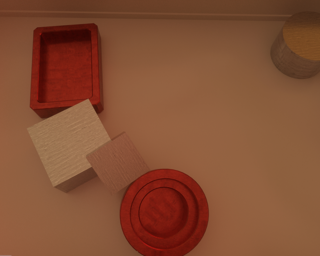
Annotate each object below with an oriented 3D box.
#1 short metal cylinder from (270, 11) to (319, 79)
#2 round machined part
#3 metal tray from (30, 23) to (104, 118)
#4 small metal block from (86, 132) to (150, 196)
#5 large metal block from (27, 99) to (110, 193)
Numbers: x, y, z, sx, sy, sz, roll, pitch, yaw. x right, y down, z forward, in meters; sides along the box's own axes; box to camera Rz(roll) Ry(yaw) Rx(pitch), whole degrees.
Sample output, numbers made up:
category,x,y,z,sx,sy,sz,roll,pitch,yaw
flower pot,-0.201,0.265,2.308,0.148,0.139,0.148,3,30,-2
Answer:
category,x,y,z,sx,sy,sz,roll,pitch,yaw
short metal cylinder,0.206,-0.117,0.442,0.081,0.050,0.080,0,70,0
round machined part,0.003,0.096,0.358,0.099,0.042,0.097,1,82,-9
metal tray,-0.129,-0.082,0.435,0.091,0.030,0.129,-5,70,-3
small metal block,-0.047,0.038,0.347,0.050,0.025,0.050,-33,98,-10
large metal block,-0.104,0.023,0.387,0.080,0.050,0.080,-28,73,-10
